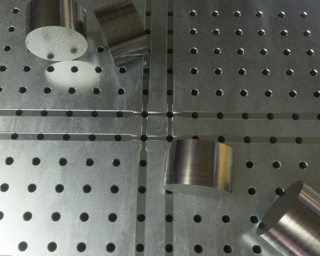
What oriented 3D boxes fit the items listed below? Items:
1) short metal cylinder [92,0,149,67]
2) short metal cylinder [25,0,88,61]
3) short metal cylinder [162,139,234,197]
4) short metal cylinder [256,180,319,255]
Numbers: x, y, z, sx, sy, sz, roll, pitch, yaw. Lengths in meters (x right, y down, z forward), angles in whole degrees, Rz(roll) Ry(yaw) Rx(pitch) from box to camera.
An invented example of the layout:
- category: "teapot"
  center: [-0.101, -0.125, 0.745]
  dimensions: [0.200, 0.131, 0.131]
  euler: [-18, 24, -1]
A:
- category: "short metal cylinder"
  center: [-0.055, -0.131, 0.430]
  dimensions: [0.050, 0.080, 0.080]
  euler: [-23, 72, -8]
- category: "short metal cylinder"
  center: [-0.143, -0.136, 0.431]
  dimensions: [0.081, 0.080, 0.050]
  euler: [-7, 70, -3]
- category: "short metal cylinder"
  center: [0.045, 0.049, 0.365]
  dimensions: [0.080, 0.080, 0.050]
  euler: [7, 70, 2]
- category: "short metal cylinder"
  center: [0.154, 0.105, 0.345]
  dimensions: [0.050, 0.080, 0.080]
  euler: [39, 75, 13]
